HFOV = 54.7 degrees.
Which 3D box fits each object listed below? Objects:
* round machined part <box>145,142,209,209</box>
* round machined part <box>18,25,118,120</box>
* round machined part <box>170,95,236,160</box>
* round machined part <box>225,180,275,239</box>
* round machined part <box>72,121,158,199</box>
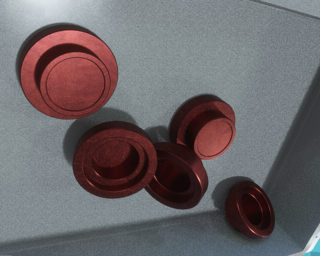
[{"bbox_3d":[0.020,0.059,0.422,0.042,0.098,0.097,-46,142,-46],"label":"round machined part"},{"bbox_3d":[-0.090,-0.051,0.317,0.099,0.042,0.097,-14,124,-21],"label":"round machined part"},{"bbox_3d":[0.067,0.006,0.437,0.099,0.042,0.097,-14,124,-21],"label":"round machined part"},{"bbox_3d":[0.154,0.146,0.547,0.099,0.098,0.042,15,144,-34],"label":"round machined part"},{"bbox_3d":[-0.055,0.035,0.379,0.099,0.042,0.097,-5,117,-10],"label":"round machined part"}]
